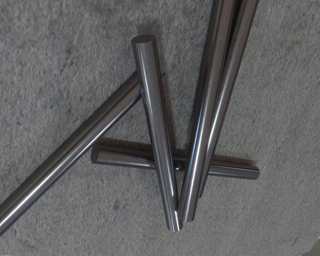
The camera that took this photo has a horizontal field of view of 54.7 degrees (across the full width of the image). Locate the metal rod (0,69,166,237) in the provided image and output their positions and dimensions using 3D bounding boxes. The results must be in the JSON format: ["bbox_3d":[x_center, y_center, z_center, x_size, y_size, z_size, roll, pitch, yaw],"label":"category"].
[{"bbox_3d":[-0.110,0.033,0.368,0.300,0.025,0.025,-44,130,2],"label":"metal rod"}]

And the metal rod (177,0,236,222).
[{"bbox_3d":[0.056,-0.014,0.398,0.025,0.025,0.298,-1,109,-28],"label":"metal rod"}]

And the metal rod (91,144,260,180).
[{"bbox_3d":[0.043,0.056,0.466,0.302,0.025,0.025,11,113,-33],"label":"metal rod"}]

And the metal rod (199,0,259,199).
[{"bbox_3d":[0.080,-0.040,0.409,0.025,0.025,0.298,1,112,-29],"label":"metal rod"}]

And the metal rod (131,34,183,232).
[{"bbox_3d":[0.003,0.031,0.395,0.025,0.025,0.298,-21,127,-16],"label":"metal rod"}]
